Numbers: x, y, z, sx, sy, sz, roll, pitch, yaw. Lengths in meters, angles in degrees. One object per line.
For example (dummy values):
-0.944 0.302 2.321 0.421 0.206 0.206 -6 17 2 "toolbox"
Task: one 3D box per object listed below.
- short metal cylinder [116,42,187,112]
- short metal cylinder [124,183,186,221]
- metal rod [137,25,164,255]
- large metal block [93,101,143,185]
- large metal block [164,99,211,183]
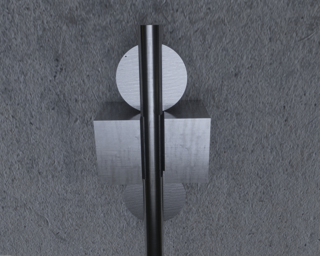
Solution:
-0.009 -0.064 0.374 0.081 0.050 0.079 0 110 0 "short metal cylinder"
-0.007 0.082 0.428 0.081 0.050 0.079 0 110 0 "short metal cylinder"
-0.009 0.034 0.369 0.025 0.025 0.298 -1 110 0 "metal rod"
-0.047 0.015 0.387 0.050 0.080 0.079 -1 110 0 "large metal block"
0.030 0.013 0.387 0.050 0.080 0.079 -1 110 0 "large metal block"
